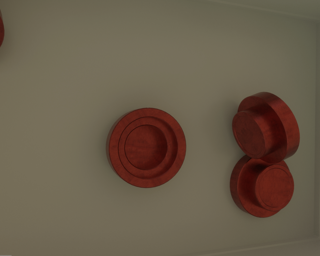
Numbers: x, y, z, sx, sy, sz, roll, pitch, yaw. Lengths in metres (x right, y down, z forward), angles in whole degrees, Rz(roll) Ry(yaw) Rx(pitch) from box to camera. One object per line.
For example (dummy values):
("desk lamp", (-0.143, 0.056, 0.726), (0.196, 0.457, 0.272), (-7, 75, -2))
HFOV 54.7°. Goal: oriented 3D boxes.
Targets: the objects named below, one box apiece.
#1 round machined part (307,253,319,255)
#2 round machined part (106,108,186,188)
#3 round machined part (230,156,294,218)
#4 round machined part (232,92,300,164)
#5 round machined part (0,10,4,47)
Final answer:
("round machined part", (0.246, 0.248, 0.494), (0.099, 0.042, 0.097), (0, 90, -20))
("round machined part", (-0.020, 0.024, 0.394), (0.099, 0.042, 0.097), (0, 90, -20))
("round machined part", (0.158, 0.085, 0.459), (0.099, 0.042, 0.097), (0, 90, -20))
("round machined part", (0.136, 0.004, 0.422), (0.042, 0.098, 0.097), (-21, 97, -19))
("round machined part", (-0.210, -0.110, 0.305), (0.099, 0.097, 0.042), (-13, 56, -20))
